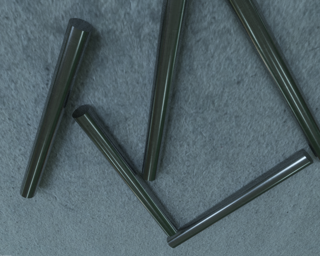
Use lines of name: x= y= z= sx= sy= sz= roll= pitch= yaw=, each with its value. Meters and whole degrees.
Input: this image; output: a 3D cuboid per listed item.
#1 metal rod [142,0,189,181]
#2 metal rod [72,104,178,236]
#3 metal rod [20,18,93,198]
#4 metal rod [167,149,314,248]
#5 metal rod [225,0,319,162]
metal rod: x=0.003 y=-0.042 z=0.371 sx=0.025 sy=0.025 sz=0.298 roll=5 pitch=130 yaw=-5
metal rod: x=-0.039 y=0.083 z=0.477 sx=0.025 sy=0.025 sz=0.299 roll=-19 pitch=128 yaw=15
metal rod: x=-0.144 y=-0.002 z=0.402 sx=0.025 sy=0.025 sz=0.298 roll=20 pitch=127 yaw=-16
metal rod: x=0.117 y=0.129 z=0.518 sx=0.025 sy=0.025 sz=0.299 roll=32 pitch=123 yaw=-24
metal rod: x=0.149 y=-0.052 z=0.365 sx=0.025 sy=0.025 sz=0.300 roll=-29 pitch=125 yaw=22
